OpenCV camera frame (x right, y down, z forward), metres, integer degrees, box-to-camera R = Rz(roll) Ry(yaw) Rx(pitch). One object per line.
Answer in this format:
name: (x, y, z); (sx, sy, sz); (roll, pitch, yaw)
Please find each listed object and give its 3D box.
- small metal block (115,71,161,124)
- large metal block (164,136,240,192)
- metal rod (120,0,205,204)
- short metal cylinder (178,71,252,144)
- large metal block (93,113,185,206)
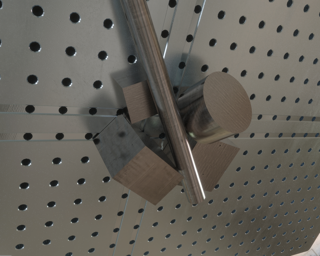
small metal block: (-0.021, -0.039, 0.377); (0.050, 0.025, 0.050); (-22, 127, -16)
large metal block: (0.055, 0.041, 0.452); (0.080, 0.050, 0.080); (19, 108, -36)
metal rod: (0.006, -0.033, 0.356); (0.025, 0.025, 0.298); (-25, 116, -13)
short metal cylinder: (0.069, -0.024, 0.391); (0.081, 0.080, 0.050); (9, 157, -33)
large metal block: (-0.027, 0.038, 0.385); (0.050, 0.080, 0.080); (-45, 130, 3)
